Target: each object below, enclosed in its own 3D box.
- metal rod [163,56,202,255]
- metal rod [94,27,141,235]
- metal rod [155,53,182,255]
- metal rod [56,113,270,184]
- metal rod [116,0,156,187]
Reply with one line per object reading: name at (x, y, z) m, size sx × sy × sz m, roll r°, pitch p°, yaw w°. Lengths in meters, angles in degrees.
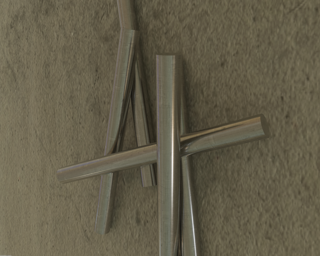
metal rod at (0.029, 0.060, 0.379) m, size 0.025 × 0.025 × 0.298 m, roll -8°, pitch 85°, yaw 39°
metal rod at (-0.063, 0.016, 0.431) m, size 0.025 × 0.025 × 0.298 m, roll 24°, pitch 112°, yaw 37°
metal rod at (0.009, 0.069, 0.346) m, size 0.025 × 0.025 × 0.298 m, roll 16°, pitch 115°, yaw 38°
metal rod at (-0.020, 0.034, 0.380) m, size 0.300 × 0.025 × 0.025 m, roll -16°, pitch 80°, yaw 32°
metal rod at (-0.033, -0.070, 0.429) m, size 0.025 × 0.025 × 0.298 m, roll -14°, pitch 81°, yaw 39°
